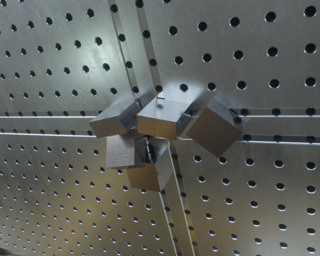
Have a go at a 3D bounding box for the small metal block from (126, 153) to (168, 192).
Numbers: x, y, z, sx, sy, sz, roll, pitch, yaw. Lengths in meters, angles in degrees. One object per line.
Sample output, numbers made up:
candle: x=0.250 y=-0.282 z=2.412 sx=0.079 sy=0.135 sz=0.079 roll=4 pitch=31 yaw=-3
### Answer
small metal block: x=-0.021 y=0.065 z=0.461 sx=0.050 sy=0.025 sz=0.050 roll=3 pitch=120 yaw=26

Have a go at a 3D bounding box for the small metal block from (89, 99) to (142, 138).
small metal block: x=-0.057 y=-0.012 z=0.416 sx=0.050 sy=0.050 sz=0.025 roll=-10 pitch=113 yaw=32

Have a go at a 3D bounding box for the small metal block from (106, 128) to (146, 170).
small metal block: x=-0.048 y=0.031 z=0.437 sx=0.050 sy=0.025 sz=0.050 roll=-10 pitch=72 yaw=32

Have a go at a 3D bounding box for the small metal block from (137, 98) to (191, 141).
small metal block: x=0.006 y=-0.012 z=0.383 sx=0.050 sy=0.050 sz=0.025 roll=11 pitch=123 yaw=22

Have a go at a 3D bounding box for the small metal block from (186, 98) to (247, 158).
small metal block: x=0.068 y=0.001 z=0.375 sx=0.050 sy=0.025 sz=0.050 roll=36 pitch=129 yaw=3
